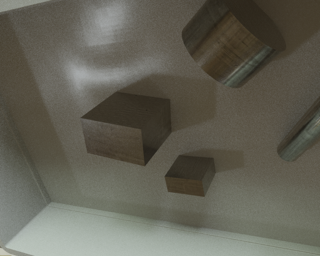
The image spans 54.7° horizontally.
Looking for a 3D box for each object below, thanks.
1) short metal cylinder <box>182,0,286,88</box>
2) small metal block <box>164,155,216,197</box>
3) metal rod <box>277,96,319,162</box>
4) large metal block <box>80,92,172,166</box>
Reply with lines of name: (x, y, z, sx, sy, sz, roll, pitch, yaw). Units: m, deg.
short metal cylinder: (0.067, -0.084, 0.285, 0.080, 0.080, 0.050, 44, 129, -3)
small metal block: (0.041, 0.062, 0.408, 0.050, 0.050, 0.025, 2, 119, 27)
metal rod: (0.146, -0.042, 0.218, 0.025, 0.025, 0.299, 25, 155, 12)
large metal block: (-0.039, -0.003, 0.390, 0.080, 0.080, 0.050, 10, 123, 22)
